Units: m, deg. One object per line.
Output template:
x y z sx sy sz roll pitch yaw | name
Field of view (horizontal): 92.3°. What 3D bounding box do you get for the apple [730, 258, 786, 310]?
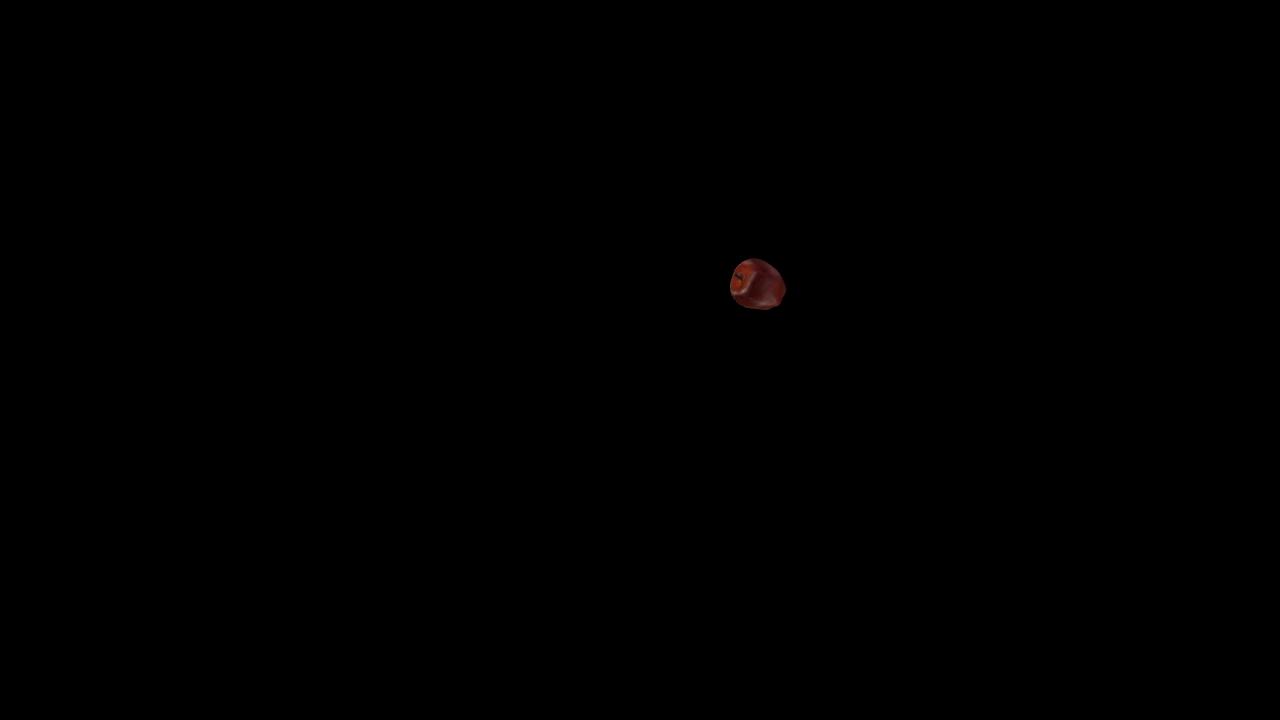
0.185 -0.118 0.966 0.093 0.079 0.079 19 -10 -30 | apple
